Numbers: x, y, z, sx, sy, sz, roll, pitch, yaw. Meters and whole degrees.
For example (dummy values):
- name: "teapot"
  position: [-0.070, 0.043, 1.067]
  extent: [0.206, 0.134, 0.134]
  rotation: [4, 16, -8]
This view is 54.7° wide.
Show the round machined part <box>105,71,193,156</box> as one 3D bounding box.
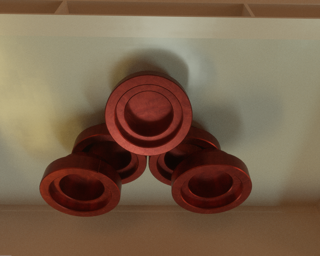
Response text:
- name: "round machined part"
  position: [-0.013, -0.020, 0.366]
  extent: [0.099, 0.042, 0.097]
  rotation: [-1, 112, -1]

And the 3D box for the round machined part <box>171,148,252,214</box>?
- name: "round machined part"
  position: [0.063, 0.064, 0.397]
  extent: [0.099, 0.042, 0.097]
  rotation: [0, 130, 0]

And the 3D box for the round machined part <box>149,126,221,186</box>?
- name: "round machined part"
  position: [0.034, 0.035, 0.426]
  extent: [0.099, 0.042, 0.097]
  rotation: [0, 130, 0]

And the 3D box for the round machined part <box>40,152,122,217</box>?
- name: "round machined part"
  position: [-0.098, 0.069, 0.399]
  extent: [0.099, 0.042, 0.097]
  rotation: [0, 130, 0]

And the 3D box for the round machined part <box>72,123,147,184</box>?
- name: "round machined part"
  position: [-0.067, 0.031, 0.422]
  extent: [0.099, 0.042, 0.097]
  rotation: [0, 130, 0]
